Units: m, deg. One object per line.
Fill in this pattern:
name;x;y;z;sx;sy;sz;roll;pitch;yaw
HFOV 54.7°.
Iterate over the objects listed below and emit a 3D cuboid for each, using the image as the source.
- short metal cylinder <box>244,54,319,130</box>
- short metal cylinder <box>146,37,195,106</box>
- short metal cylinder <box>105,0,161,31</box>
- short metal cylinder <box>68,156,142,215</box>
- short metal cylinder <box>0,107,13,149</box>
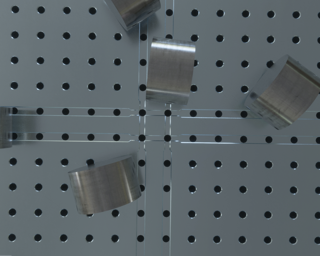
short metal cylinder;0.152;-0.044;0.388;0.050;0.080;0.080;37;90;-1
short metal cylinder;0.012;-0.070;0.386;0.050;0.080;0.079;7;90;0
short metal cylinder;-0.043;-0.170;0.385;0.050;0.080;0.080;-35;90;0
short metal cylinder;-0.068;0.069;0.385;0.080;0.080;0.050;-14;90;0
short metal cylinder;-0.227;-0.001;0.383;0.081;0.080;0.050;1;90;-1
